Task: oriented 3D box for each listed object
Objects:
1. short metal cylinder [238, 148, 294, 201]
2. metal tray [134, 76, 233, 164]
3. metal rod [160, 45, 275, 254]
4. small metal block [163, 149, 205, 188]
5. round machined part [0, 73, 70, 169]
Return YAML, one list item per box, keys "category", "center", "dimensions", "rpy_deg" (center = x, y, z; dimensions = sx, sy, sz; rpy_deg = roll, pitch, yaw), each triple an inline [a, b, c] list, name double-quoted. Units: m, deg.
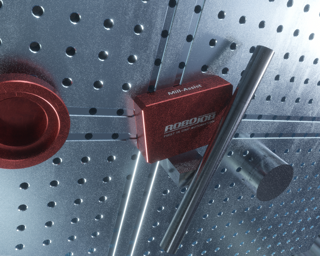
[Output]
- category: "short metal cylinder"
  center: [0.188, 0.083, 0.553]
  dimensions: [0.081, 0.050, 0.079]
  rpy_deg: [-14, 124, -21]
- category: "metal tray"
  center: [0.034, -0.012, 0.421]
  dimensions: [0.131, 0.030, 0.089]
  rpy_deg: [-17, 125, -19]
- category: "metal rod"
  center: [0.074, 0.032, 0.416]
  dimensions: [0.025, 0.025, 0.299]
  rpy_deg: [21, 96, -36]
- category: "small metal block"
  center: [0.038, 0.056, 0.453]
  dimensions: [0.050, 0.050, 0.025]
  rpy_deg: [-10, 123, -23]
- category: "round machined part"
  center: [-0.146, -0.010, 0.315]
  dimensions: [0.099, 0.042, 0.097]
  rpy_deg: [-14, 125, -21]
